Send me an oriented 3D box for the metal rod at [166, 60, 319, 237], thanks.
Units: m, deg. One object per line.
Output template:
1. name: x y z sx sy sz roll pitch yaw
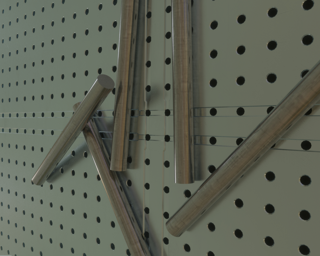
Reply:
1. metal rod: 0.099 0.020 0.326 0.025 0.025 0.298 52 120 27

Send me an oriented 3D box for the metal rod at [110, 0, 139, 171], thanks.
1. metal rod: -0.050 -0.087 0.447 0.025 0.025 0.298 7 95 39

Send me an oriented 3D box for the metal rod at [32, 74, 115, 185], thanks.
1. metal rod: -0.153 0.019 0.505 0.298 0.025 0.025 -45 63 40

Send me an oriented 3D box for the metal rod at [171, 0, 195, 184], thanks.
1. metal rod: 0.028 -0.082 0.384 0.025 0.025 0.298 -2 89 39

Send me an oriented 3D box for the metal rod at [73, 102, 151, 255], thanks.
1. metal rod: -0.070 0.089 0.464 0.025 0.025 0.299 -40 66 32
